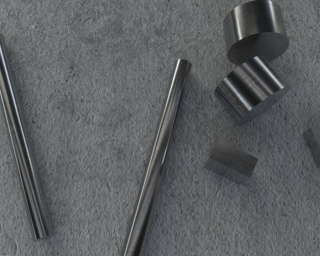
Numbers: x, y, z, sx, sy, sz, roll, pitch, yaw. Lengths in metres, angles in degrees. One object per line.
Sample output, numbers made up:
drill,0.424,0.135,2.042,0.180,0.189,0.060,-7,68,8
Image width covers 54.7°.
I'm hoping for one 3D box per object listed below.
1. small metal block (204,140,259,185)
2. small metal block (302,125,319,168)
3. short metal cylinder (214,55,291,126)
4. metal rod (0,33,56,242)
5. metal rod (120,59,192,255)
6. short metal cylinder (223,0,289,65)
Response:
small metal block,0.085,0.043,0.380,0.050,0.050,0.025,26,72,9
small metal block,0.224,0.020,0.402,0.050,0.025,0.050,-14,71,-5
short metal cylinder,0.117,-0.047,0.397,0.080,0.080,0.050,-30,73,-10
metal rod,-0.189,-0.003,0.407,0.025,0.025,0.299,-20,71,-7
metal rod,-0.004,0.045,0.391,0.025,0.025,0.299,14,70,5
short metal cylinder,0.130,-0.128,0.427,0.081,0.080,0.050,-3,70,-1
